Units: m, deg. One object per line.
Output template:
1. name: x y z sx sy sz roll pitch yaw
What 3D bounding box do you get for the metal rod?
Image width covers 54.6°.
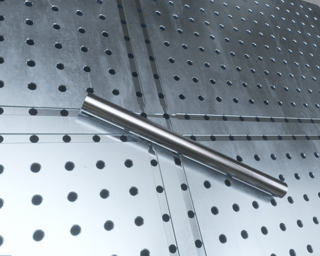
1. metal rod: 0.042 0.029 0.412 0.301 0.025 0.025 25 53 -13
